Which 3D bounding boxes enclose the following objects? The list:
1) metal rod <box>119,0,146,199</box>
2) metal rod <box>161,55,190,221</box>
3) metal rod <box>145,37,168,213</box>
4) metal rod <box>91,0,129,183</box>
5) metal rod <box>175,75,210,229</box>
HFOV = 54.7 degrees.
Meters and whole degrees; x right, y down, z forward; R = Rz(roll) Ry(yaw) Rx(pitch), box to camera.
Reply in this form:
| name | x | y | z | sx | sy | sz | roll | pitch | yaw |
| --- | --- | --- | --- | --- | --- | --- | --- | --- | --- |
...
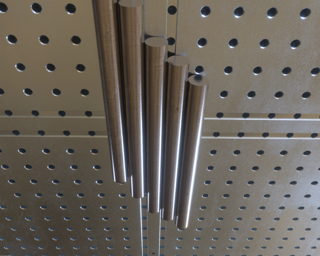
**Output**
| name | x | y | z | sx | sy | sz | roll | pitch | yaw |
| --- | --- | --- | --- | --- | --- | --- | --- | --- | --- |
| metal rod | -0.032 | -0.010 | 0.401 | 0.025 | 0.025 | 0.298 | 1 | 130 | -1 |
| metal rod | 0.017 | 0.038 | 0.443 | 0.025 | 0.025 | 0.298 | 1 | 130 | -1 |
| metal rod | -0.007 | 0.021 | 0.428 | 0.025 | 0.025 | 0.298 | 1 | 130 | -1 |
| metal rod | -0.057 | -0.039 | 0.377 | 0.025 | 0.025 | 0.298 | 1 | 130 | -1 |
| metal rod | 0.042 | 0.057 | 0.460 | 0.025 | 0.025 | 0.298 | 1 | 130 | -1 |
